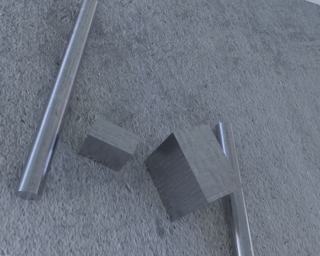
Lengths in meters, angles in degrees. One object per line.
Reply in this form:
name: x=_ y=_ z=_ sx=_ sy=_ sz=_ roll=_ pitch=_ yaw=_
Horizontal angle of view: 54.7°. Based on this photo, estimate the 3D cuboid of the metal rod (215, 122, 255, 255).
metal rod: x=0.098 y=0.126 z=0.379 sx=0.025 sy=0.025 sz=0.299 roll=12 pitch=57 yaw=-22

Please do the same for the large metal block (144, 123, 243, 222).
large metal block: x=0.034 y=0.052 z=0.355 sx=0.050 sy=0.080 sz=0.080 roll=-14 pitch=69 yaw=-34

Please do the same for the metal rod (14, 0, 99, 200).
metal rod: x=-0.115 y=-0.060 z=0.378 sx=0.025 sy=0.025 sz=0.300 roll=18 pitch=55 yaw=-18

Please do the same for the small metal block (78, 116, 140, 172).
small metal block: x=-0.057 y=0.019 z=0.345 sx=0.050 sy=0.050 sz=0.025 roll=26 pitch=53 yaw=-12
